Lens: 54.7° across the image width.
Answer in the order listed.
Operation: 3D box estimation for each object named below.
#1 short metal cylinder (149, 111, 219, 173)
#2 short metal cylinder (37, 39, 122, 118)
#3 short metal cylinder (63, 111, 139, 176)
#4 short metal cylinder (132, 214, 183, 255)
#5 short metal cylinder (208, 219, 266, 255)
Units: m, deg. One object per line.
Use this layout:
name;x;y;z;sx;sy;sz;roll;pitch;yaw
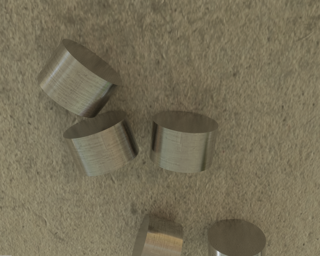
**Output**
short metal cylinder;0.029;0.015;0.386;0.081;0.080;0.050;5;110;-2
short metal cylinder;-0.091;-0.057;0.358;0.080;0.080;0.050;38;106;-13
short metal cylinder;-0.072;0.017;0.386;0.080;0.080;0.050;-15;110;5
short metal cylinder;-0.005;0.170;0.443;0.050;0.080;0.079;19;109;-7
short metal cylinder;0.110;0.177;0.448;0.081;0.080;0.050;-4;110;1
